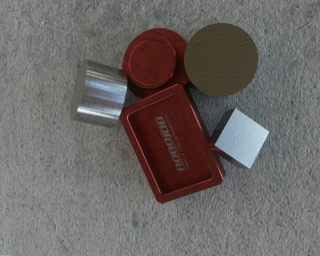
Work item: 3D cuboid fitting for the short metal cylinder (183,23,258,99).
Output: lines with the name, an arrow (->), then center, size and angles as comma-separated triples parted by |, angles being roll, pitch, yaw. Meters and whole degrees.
short metal cylinder -> 0.067, -0.075, 0.362 | 0.080, 0.050, 0.079 | 0, 92, 2

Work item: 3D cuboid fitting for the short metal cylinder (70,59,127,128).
short metal cylinder -> -0.081, -0.044, 0.403 | 0.050, 0.080, 0.080 | 13, 96, -24

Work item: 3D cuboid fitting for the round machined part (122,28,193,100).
round machined part -> -0.006, -0.082, 0.404 | 0.098, 0.042, 0.097 | 0, 90, 20

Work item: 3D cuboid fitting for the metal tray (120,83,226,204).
metal tray -> 0.015, 0.020, 0.390 | 0.090, 0.030, 0.129 | -23, 92, 18

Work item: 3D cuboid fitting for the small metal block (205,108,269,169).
small metal block -> 0.090, 0.013, 0.360 | 0.050, 0.025, 0.050 | 34, 77, -10
